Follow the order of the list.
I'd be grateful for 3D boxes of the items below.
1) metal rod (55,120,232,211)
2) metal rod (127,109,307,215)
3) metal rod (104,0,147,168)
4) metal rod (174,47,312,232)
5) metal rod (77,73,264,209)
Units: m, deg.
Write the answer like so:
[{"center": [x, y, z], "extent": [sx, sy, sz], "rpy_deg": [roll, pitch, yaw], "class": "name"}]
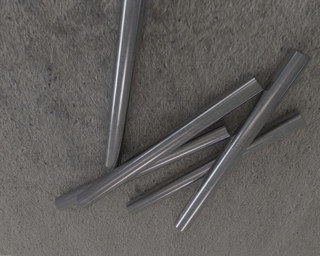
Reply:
[{"center": [-0.037, 0.063, 0.459], "extent": [0.300, 0.025, 0.025], "rpy_deg": [-26, 126, 20], "class": "metal rod"}, {"center": [0.067, 0.060, 0.458], "extent": [0.299, 0.025, 0.025], "rpy_deg": [-33, 123, 24], "class": "metal rod"}, {"center": [-0.041, -0.063, 0.353], "extent": [0.025, 0.025, 0.298], "rpy_deg": [8, 130, -7], "class": "metal rod"}, {"center": [0.095, 0.034, 0.409], "extent": [0.025, 0.025, 0.298], "rpy_deg": [19, 120, -16], "class": "metal rod"}, {"center": [0.000, 0.028, 0.413], "extent": [0.300, 0.025, 0.025], "rpy_deg": [-36, 122, 20], "class": "metal rod"}]
